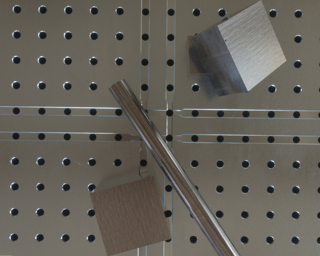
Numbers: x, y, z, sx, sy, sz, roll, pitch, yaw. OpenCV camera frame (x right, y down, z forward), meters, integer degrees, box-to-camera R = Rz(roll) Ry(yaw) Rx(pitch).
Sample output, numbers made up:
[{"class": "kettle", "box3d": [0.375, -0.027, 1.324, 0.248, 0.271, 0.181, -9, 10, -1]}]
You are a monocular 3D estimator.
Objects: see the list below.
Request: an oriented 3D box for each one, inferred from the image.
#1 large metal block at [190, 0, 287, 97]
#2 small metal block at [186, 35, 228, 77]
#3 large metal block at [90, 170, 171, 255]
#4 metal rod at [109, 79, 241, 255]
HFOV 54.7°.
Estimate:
[{"class": "large metal block", "box3d": [0.096, -0.095, 0.377, 0.080, 0.050, 0.080, -37, 106, -26]}, {"class": "small metal block", "box3d": [0.063, -0.097, 0.414, 0.050, 0.025, 0.050, -4, 90, 0]}, {"class": "large metal block", "box3d": [-0.036, 0.107, 0.401, 0.080, 0.050, 0.080, -15, 90, 0]}, {"class": "metal rod", "box3d": [0.025, 0.067, 0.413, 0.025, 0.025, 0.299, -33, 90, 0]}]
